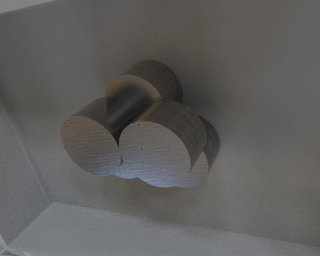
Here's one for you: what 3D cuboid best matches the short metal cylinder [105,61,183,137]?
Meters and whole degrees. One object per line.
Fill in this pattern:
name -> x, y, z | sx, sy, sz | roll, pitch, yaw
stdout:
short metal cylinder -> -0.019, -0.036, 0.379 | 0.080, 0.050, 0.079 | 13, 124, 21

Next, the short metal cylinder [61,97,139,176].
short metal cylinder -> -0.069, 0.010, 0.368 | 0.080, 0.050, 0.079 | 13, 124, 21

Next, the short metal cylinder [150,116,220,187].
short metal cylinder -> 0.030, 0.028, 0.392 | 0.080, 0.050, 0.079 | 13, 124, 21

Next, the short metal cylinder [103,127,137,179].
short metal cylinder -> -0.044, 0.023, 0.427 | 0.080, 0.050, 0.079 | 13, 124, 21

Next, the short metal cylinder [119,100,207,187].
short metal cylinder -> 0.004, 0.016, 0.333 | 0.080, 0.050, 0.079 | 13, 124, 21
